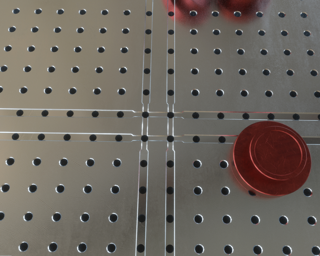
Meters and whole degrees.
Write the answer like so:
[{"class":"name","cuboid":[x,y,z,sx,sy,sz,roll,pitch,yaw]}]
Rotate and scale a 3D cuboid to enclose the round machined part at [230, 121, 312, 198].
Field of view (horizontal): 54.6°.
[{"class":"round machined part","cuboid":[0.142,0.036,0.390,0.099,0.042,0.098,0,70,0]}]
